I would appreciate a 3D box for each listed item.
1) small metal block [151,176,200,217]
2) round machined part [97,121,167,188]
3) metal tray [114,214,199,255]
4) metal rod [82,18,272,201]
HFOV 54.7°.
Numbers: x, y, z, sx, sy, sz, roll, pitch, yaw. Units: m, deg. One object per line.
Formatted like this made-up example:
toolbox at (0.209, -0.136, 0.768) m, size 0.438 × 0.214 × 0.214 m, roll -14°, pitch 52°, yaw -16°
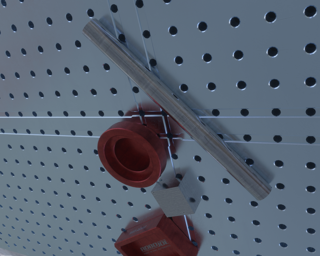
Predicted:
small metal block at (0.023, 0.103, 0.462) m, size 0.050 × 0.025 × 0.050 m, roll -19°, pitch 108°, yaw 35°
round machined part at (-0.035, 0.033, 0.438) m, size 0.098 × 0.042 × 0.097 m, roll 13°, pitch 124°, yaw 20°
metal tray at (-0.009, 0.210, 0.540) m, size 0.090 × 0.030 × 0.130 m, roll 49°, pitch 128°, yaw -7°
metal rod at (0.023, -0.021, 0.384) m, size 0.300 × 0.025 × 0.025 m, roll 43°, pitch 129°, yaw -3°
